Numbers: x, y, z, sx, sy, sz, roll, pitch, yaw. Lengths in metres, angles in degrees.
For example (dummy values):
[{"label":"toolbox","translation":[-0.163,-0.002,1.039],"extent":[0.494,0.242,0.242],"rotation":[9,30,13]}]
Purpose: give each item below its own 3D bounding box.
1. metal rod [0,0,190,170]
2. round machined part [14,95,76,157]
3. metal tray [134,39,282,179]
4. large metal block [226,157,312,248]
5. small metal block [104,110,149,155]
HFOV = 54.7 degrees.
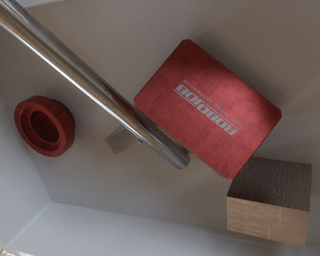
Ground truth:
[{"label":"metal rod","translation":[-0.058,-0.034,0.332],"extent":[0.025,0.025,0.300],"rotation":[-17,137,34]},{"label":"round machined part","translation":[-0.172,-0.006,0.482],"extent":[0.098,0.042,0.097],"rotation":[13,124,20]},{"label":"metal tray","translation":[0.049,-0.020,0.331],"extent":[0.130,0.030,0.090],"rotation":[39,85,1]},{"label":"large metal block","translation":[0.127,0.079,0.355],"extent":[0.080,0.080,0.050],"rotation":[6,121,25]},{"label":"small metal block","translation":[-0.037,0.005,0.414],"extent":[0.050,0.050,0.025],"rotation":[-24,106,36]}]
